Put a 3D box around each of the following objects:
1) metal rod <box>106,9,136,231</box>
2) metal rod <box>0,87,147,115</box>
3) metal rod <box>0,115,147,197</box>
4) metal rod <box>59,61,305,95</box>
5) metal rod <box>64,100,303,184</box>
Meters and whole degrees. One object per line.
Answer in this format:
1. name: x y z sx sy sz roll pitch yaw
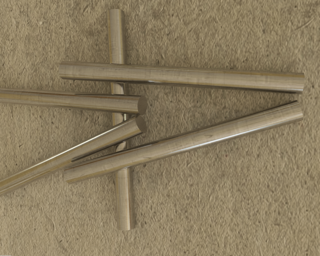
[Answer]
1. metal rod: -0.054 -0.012 0.428 0.025 0.025 0.298 -3 89 19
2. metal rod: -0.158 -0.042 0.449 0.301 0.025 0.025 6 92 25
3. metal rod: -0.149 0.050 0.446 0.300 0.025 0.025 -24 82 23
4. metal rod: 0.016 -0.065 0.387 0.301 0.025 0.025 5 92 13
5. metal rod: 0.018 0.022 0.386 0.301 0.025 0.025 -17 85 12
